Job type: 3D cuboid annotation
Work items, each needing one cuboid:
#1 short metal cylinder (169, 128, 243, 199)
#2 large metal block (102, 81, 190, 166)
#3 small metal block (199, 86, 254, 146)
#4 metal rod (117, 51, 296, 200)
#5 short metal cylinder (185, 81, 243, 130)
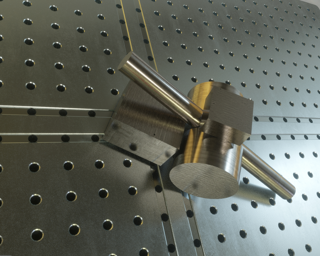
[{"bbox_3d":[0.056,0.044,0.372,0.080,0.080,0.050,27,53,-12],"label":"short metal cylinder"},{"bbox_3d":[-0.014,-0.012,0.384,0.080,0.050,0.080,26,53,-12],"label":"large metal block"},{"bbox_3d":[0.076,-0.014,0.352,0.050,0.025,0.050,21,54,-6],"label":"small metal block"},{"bbox_3d":[0.074,0.010,0.387,0.301,0.025,0.025,36,50,-24],"label":"metal rod"},{"bbox_3d":[0.072,-0.016,0.418,0.080,0.080,0.050,25,53,-13],"label":"short metal cylinder"}]
